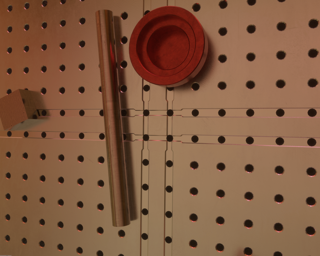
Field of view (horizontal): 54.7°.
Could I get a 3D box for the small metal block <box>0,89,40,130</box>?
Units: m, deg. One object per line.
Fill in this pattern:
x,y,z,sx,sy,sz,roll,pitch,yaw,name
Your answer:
-0.226,-0.028,0.492,0.050,0.025,0.050,-22,83,18,small metal block

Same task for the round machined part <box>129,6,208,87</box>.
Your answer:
0.013,-0.101,0.399,0.098,0.042,0.097,0,90,20,round machined part

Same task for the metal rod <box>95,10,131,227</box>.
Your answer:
-0.066,-0.015,0.435,0.025,0.025,0.298,-6,88,20,metal rod
